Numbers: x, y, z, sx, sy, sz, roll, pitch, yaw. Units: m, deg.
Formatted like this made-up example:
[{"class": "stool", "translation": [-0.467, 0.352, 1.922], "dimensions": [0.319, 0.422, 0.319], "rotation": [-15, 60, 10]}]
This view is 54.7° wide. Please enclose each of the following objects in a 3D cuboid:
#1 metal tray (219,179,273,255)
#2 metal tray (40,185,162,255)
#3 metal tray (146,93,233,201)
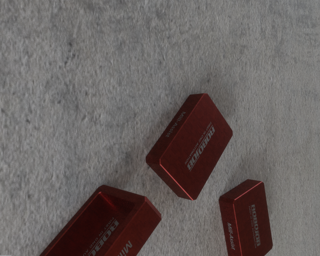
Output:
[{"class": "metal tray", "translation": [0.149, 0.164, 0.530], "dimensions": [0.091, 0.030, 0.129], "rotation": [-19, 102, -39]}, {"class": "metal tray", "translation": [-0.069, 0.120, 0.306], "dimensions": [0.130, 0.090, 0.030], "rotation": [-50, 120, -28]}, {"class": "metal tray", "translation": [0.047, 0.025, 0.444], "dimensions": [0.090, 0.030, 0.130], "rotation": [51, 60, -28]}]
